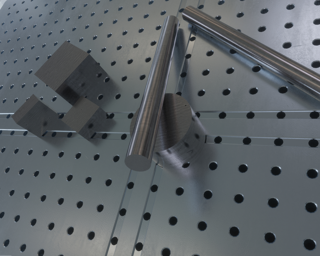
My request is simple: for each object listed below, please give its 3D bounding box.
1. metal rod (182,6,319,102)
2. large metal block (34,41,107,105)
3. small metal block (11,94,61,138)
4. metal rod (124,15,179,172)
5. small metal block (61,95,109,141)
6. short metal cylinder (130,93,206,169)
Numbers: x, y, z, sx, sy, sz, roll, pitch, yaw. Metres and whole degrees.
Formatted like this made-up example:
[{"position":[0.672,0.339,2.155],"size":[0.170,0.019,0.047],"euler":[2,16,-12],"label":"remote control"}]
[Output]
[{"position":[0.126,-0.099,0.402],"size":[0.025,0.025,0.300],"euler":[-42,51,-1],"label":"metal rod"},{"position":[-0.153,-0.093,0.530],"size":[0.080,0.050,0.080],"euler":[34,81,38],"label":"large metal block"},{"position":[-0.204,-0.019,0.512],"size":[0.050,0.050,0.025],"euler":[-48,51,-5],"label":"small metal block"},{"position":[-0.001,-0.069,0.397],"size":[0.025,0.025,0.300],"euler":[-13,39,21],"label":"metal rod"},{"position":[-0.116,-0.016,0.480],"size":[0.050,0.025,0.050],"euler":[30,78,37],"label":"small metal block"},{"position":[0.010,0.004,0.384],"size":[0.080,0.050,0.080],"euler":[-13,56,21],"label":"short metal cylinder"}]
